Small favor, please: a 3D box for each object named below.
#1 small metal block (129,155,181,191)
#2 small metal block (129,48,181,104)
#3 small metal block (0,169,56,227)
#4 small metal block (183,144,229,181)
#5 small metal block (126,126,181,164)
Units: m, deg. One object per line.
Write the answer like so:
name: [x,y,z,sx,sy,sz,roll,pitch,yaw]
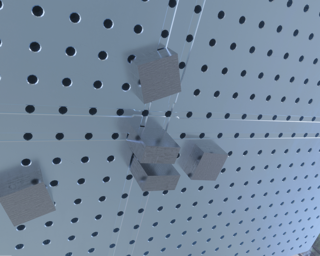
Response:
small metal block: [-0.008,0.061,0.430,0.050,0.050,0.025,4,116,-31]
small metal block: [-0.004,-0.063,0.371,0.050,0.025,0.050,-20,127,-17]
small metal block: [-0.161,0.085,0.377,0.050,0.025,0.050,-19,126,-18]
small metal block: [0.072,0.055,0.487,0.050,0.025,0.050,8,114,-33]
small metal block: [-0.009,0.022,0.405,0.050,0.050,0.025,5,116,-31]
